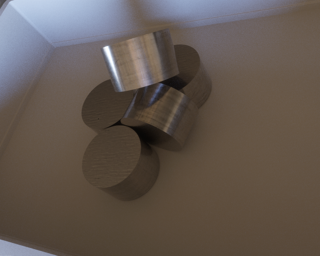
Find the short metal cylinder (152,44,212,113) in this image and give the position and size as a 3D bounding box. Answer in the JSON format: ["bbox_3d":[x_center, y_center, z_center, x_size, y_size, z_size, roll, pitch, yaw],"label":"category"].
[{"bbox_3d":[0.023,-0.064,0.414,0.080,0.050,0.080,-13,56,20],"label":"short metal cylinder"}]

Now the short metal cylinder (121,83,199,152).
[{"bbox_3d":[0.000,-0.012,0.376,0.080,0.080,0.050,14,69,33],"label":"short metal cylinder"}]

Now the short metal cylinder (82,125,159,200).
[{"bbox_3d":[-0.048,0.044,0.384,0.080,0.050,0.080,-13,56,20],"label":"short metal cylinder"}]

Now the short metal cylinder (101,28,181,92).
[{"bbox_3d":[-0.022,-0.078,0.355,0.080,0.050,0.080,-15,16,5],"label":"short metal cylinder"}]

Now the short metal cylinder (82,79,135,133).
[{"bbox_3d":[-0.060,-0.022,0.430,0.080,0.050,0.080,-13,56,20],"label":"short metal cylinder"}]
